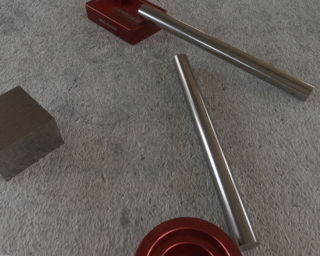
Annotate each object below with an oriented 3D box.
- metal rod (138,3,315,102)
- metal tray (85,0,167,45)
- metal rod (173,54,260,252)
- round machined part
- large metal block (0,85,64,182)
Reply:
[{"bbox_3d":[0.093,-0.125,0.488,0.300,0.025,0.025,32,57,16],"label":"metal rod"},{"bbox_3d":[-0.063,-0.211,0.576,0.130,0.030,0.090,36,58,26],"label":"metal tray"},{"bbox_3d":[0.059,0.004,0.400,0.025,0.025,0.300,-8,51,-7],"label":"metal rod"},{"bbox_3d":[0.025,0.135,0.279,0.099,0.042,0.098,0,50,0],"label":"round machined part"},{"bbox_3d":[-0.181,0.004,0.381,0.080,0.050,0.080,37,59,26],"label":"large metal block"}]
